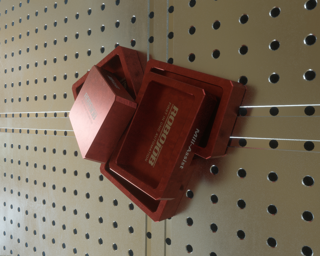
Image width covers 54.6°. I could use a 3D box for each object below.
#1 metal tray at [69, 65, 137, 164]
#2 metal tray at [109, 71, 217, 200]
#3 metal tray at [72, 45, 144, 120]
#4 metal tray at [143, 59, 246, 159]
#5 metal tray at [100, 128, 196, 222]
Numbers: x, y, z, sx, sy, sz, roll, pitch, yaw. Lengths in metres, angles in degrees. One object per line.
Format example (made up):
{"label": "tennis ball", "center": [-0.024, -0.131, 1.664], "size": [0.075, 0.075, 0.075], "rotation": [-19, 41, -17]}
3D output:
{"label": "metal tray", "center": [-0.084, -0.023, 0.423], "size": [0.090, 0.030, 0.130], "rotation": [-60, 34, 14]}
{"label": "metal tray", "center": [0.000, 0.007, 0.366], "size": [0.090, 0.030, 0.129], "rotation": [26, 94, 37]}
{"label": "metal tray", "center": [-0.078, -0.052, 0.472], "size": [0.130, 0.030, 0.090], "rotation": [-28, 72, 37]}
{"label": "metal tray", "center": [0.029, -0.027, 0.382], "size": [0.130, 0.030, 0.089], "rotation": [25, 105, 38]}
{"label": "metal tray", "center": [-0.023, 0.053, 0.426], "size": [0.130, 0.030, 0.089], "rotation": [33, 110, 35]}
